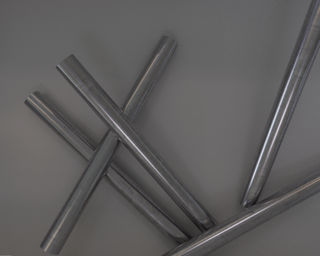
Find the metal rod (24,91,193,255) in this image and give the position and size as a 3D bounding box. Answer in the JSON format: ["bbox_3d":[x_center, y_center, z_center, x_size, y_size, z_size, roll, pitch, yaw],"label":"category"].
[{"bbox_3d":[-0.060,0.063,0.410,0.300,0.025,0.025,43,90,0],"label":"metal rod"}]

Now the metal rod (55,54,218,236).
[{"bbox_3d":[-0.013,0.037,0.378,0.025,0.025,0.300,-40,103,0],"label":"metal rod"}]

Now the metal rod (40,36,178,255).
[{"bbox_3d":[-0.059,0.014,0.389,0.025,0.025,0.299,29,82,0],"label":"metal rod"}]

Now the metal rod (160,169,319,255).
[{"bbox_3d":[0.135,0.104,0.392,0.302,0.025,0.025,-26,90,-8],"label":"metal rod"}]

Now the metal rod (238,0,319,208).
[{"bbox_3d":[0.149,-0.036,0.362,0.025,0.025,0.298,14,110,0],"label":"metal rod"}]
